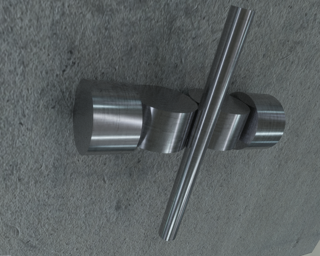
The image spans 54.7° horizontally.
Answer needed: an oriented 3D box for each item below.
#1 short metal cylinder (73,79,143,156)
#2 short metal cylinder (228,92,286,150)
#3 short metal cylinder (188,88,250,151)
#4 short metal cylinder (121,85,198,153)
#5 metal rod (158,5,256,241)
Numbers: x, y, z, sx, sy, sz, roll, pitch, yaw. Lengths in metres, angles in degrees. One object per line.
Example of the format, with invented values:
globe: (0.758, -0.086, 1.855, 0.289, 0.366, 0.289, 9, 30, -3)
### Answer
short metal cylinder: (-0.059, -0.011, 0.334, 0.050, 0.080, 0.079, 1, 118, -29)
short metal cylinder: (0.126, -0.010, 0.436, 0.050, 0.080, 0.079, 1, 118, -29)
short metal cylinder: (0.069, -0.013, 0.402, 0.081, 0.080, 0.050, 1, 118, -29)
short metal cylinder: (-0.001, -0.013, 0.364, 0.081, 0.080, 0.050, 1, 118, -29)
metal rod: (0.045, 0.014, 0.362, 0.025, 0.025, 0.298, 1, 118, -29)
